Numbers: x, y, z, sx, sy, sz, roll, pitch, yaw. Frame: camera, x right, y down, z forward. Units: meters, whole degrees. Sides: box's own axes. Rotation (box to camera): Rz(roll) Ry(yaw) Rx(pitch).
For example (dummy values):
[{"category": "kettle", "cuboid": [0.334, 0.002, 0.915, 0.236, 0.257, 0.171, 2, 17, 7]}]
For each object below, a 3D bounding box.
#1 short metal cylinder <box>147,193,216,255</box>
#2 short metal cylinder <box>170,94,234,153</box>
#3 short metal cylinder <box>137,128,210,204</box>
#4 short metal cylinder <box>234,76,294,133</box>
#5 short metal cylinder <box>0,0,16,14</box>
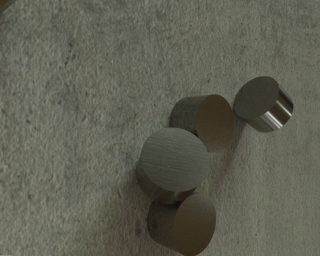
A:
[{"category": "short metal cylinder", "cuboid": [0.030, 0.124, 0.416, 0.081, 0.050, 0.079, 0, 90, -40]}, {"category": "short metal cylinder", "cuboid": [0.061, -0.006, 0.442, 0.081, 0.050, 0.079, 0, 90, -40]}, {"category": "short metal cylinder", "cuboid": [0.014, 0.046, 0.376, 0.081, 0.050, 0.080, 5, 60, -9]}, {"category": "short metal cylinder", "cuboid": [0.172, -0.039, 0.516, 0.050, 0.080, 0.080, 33, 69, -36]}, {"category": "short metal cylinder", "cuboid": [-0.143, -0.121, 0.250, 0.050, 0.080, 0.080, 49, 61, -29]}]
